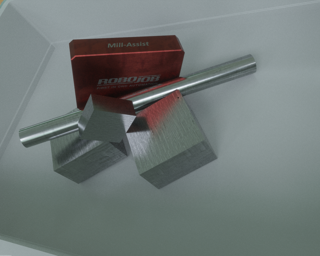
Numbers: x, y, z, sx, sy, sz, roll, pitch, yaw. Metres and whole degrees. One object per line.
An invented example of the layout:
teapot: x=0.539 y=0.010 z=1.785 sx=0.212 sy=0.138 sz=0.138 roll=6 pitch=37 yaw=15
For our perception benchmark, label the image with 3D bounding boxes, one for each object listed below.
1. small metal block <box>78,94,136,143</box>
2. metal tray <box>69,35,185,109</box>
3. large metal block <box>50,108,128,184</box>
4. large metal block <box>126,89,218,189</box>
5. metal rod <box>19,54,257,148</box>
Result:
small metal block: x=-0.063 y=-0.010 z=0.363 sx=0.050 sy=0.050 sz=0.025 roll=-55 pitch=40 yaw=38
metal tray: x=-0.042 y=-0.068 z=0.390 sx=0.131 sy=0.089 sz=0.030 roll=-7 pitch=54 yaw=-14
large metal block: x=-0.101 y=0.017 z=0.426 sx=0.080 sy=0.050 sz=0.080 roll=-29 pitch=52 yaw=9
large metal block: x=0.010 y=0.014 z=0.373 sx=0.080 sy=0.050 sz=0.080 roll=-29 pitch=52 yaw=9
metal rod: x=-0.026 y=-0.035 z=0.390 sx=0.302 sy=0.025 sz=0.025 roll=-18 pitch=53 yaw=-2
